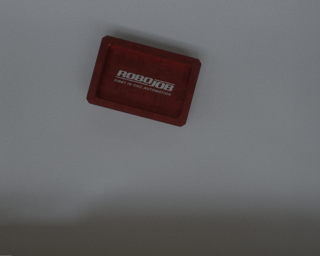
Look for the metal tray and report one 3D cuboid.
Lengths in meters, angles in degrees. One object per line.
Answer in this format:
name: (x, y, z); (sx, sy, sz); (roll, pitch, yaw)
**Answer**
metal tray: (-0.020, -0.060, 0.408); (0.131, 0.030, 0.089); (15, 90, -1)
